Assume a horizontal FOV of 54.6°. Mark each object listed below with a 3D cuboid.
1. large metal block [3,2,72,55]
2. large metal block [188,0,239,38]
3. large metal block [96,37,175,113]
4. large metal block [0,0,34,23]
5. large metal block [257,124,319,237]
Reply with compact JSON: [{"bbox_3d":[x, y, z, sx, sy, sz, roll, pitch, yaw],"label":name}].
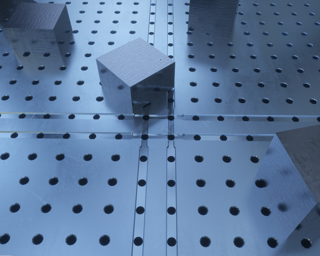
[{"bbox_3d":[-0.207,-0.172,0.535,0.080,0.050,0.080,3,50,2],"label":"large metal block"},{"bbox_3d":[0.097,-0.216,0.554,0.080,0.080,0.050,13,52,11],"label":"large metal block"},{"bbox_3d":[-0.035,-0.081,0.459,0.080,0.050,0.080,-34,58,-25],"label":"large metal block"},{"bbox_3d":[-0.296,-0.260,0.589,0.050,0.080,0.080,37,59,27],"label":"large metal block"},{"bbox_3d":[0.151,0.056,0.326,0.050,0.080,0.080,-10,51,-8],"label":"large metal block"}]
